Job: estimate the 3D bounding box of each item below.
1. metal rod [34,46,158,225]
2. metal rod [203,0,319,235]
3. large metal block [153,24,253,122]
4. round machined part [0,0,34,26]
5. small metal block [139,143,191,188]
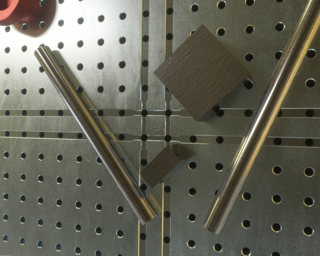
[{"bbox_3d":[-0.097,0.003,0.445,0.025,0.025,0.299,-38,78,16],"label":"metal rod"},{"bbox_3d":[0.123,-0.010,0.369,0.025,0.025,0.298,26,98,18],"label":"metal rod"},{"bbox_3d":[0.054,-0.064,0.380,0.080,0.050,0.080,-43,77,14],"label":"large metal block"},{"bbox_3d":[-0.239,-0.209,0.486,0.098,0.042,0.097,0,90,19],"label":"round machined part"},{"bbox_3d":[0.008,0.047,0.396,0.050,0.050,0.025,-46,76,14],"label":"small metal block"}]
